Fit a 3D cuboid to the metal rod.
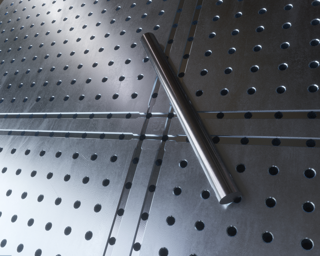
[{"bbox_3d":[0.027,-0.036,0.414,0.025,0.025,0.299,-30,52,9],"label":"metal rod"}]
